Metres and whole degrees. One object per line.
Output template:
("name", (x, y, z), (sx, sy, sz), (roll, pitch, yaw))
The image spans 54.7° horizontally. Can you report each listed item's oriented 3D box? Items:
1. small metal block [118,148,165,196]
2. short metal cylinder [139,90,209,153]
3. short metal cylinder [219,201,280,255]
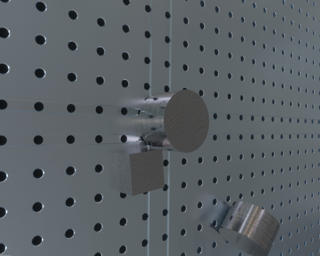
("small metal block", (-0.023, 0.053, 0.391), (0.050, 0.025, 0.050), (-7, 94, -40))
("short metal cylinder", (0.019, -0.009, 0.409), (0.081, 0.050, 0.079), (0, 90, -40))
("short metal cylinder", (0.142, 0.161, 0.493), (0.080, 0.080, 0.050), (52, 60, -28))
